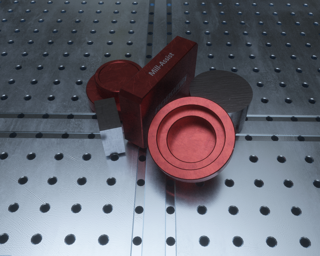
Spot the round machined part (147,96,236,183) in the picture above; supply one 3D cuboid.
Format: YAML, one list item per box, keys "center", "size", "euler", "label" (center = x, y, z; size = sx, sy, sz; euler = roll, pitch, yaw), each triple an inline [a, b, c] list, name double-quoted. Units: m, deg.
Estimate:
- center: [0.038, 0.016, 0.364]
  size: [0.098, 0.042, 0.098]
  euler: [-3, 71, 10]
  label: "round machined part"

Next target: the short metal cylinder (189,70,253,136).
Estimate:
- center: [0.078, -0.032, 0.414]
  size: [0.081, 0.050, 0.080]
  euler: [0, 50, 0]
  label: "short metal cylinder"

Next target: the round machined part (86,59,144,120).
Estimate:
- center: [-0.056, -0.061, 0.441]
  size: [0.099, 0.042, 0.098]
  euler: [0, 50, 0]
  label: "round machined part"

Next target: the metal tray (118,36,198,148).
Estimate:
- center: [0.002, -0.047, 0.400]
  size: [0.030, 0.089, 0.130]
  euler: [26, 55, 20]
  label: "metal tray"

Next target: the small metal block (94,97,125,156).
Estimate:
- center: [-0.063, -0.001, 0.386]
  size: [0.025, 0.050, 0.050]
  euler: [-12, 51, -10]
  label: "small metal block"
